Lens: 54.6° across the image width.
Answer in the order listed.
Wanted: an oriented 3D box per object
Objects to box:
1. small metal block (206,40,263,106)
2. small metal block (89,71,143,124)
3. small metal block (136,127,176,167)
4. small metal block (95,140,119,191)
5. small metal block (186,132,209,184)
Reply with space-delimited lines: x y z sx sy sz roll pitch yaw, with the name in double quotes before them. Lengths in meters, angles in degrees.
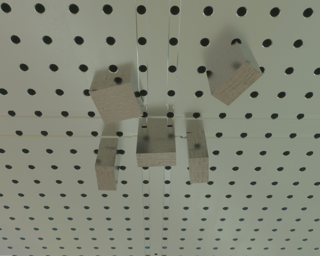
"small metal block" 0.080 -0.061 0.344 0.025 0.050 0.050 30 124 -23
"small metal block" -0.052 -0.036 0.380 0.050 0.025 0.050 -12 129 10
"small metal block" -0.004 0.025 0.416 0.050 0.050 0.025 -2 130 1
"small metal block" -0.073 0.053 0.439 0.025 0.050 0.050 1 130 -1
"small metal block" 0.052 0.041 0.430 0.025 0.050 0.050 -4 130 3
